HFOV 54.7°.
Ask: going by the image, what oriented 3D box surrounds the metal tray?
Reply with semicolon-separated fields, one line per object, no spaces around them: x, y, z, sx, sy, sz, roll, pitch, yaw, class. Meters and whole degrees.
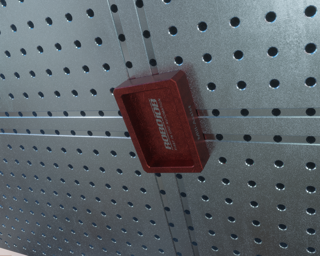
0.003;-0.003;0.403;0.090;0.030;0.129;-5;116;30;metal tray
